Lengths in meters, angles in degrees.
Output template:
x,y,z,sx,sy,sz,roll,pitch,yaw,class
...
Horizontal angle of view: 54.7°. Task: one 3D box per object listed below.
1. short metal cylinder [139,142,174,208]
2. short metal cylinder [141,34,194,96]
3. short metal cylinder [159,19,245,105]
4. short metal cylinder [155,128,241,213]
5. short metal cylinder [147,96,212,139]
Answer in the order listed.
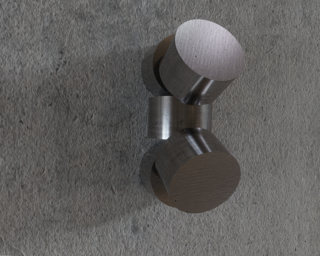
x,y,z,sx,sy,sz,roll,pitch,yaw,class
0.018,0.058,0.404,0.081,0.050,0.080,0,90,-20,short metal cylinder
0.021,-0.077,0.405,0.081,0.050,0.080,0,90,-20,short metal cylinder
0.045,-0.072,0.344,0.081,0.050,0.080,9,62,-17,short metal cylinder
0.040,0.046,0.341,0.081,0.050,0.079,-8,120,-14,short metal cylinder
0.025,-0.011,0.391,0.081,0.080,0.050,2,90,-20,short metal cylinder
